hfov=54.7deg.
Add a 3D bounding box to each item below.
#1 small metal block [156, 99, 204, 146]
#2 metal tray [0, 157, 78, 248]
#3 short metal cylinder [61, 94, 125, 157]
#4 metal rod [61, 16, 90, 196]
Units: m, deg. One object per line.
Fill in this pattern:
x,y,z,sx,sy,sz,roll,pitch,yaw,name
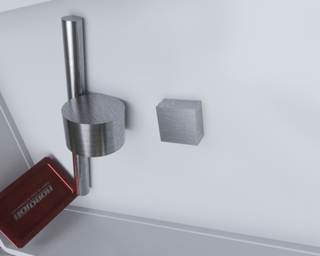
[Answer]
0.026,-0.008,0.389,0.050,0.025,0.050,6,121,25,small metal block
-0.216,0.123,0.526,0.090,0.131,0.030,51,148,-8,metal tray
-0.087,-0.005,0.414,0.080,0.080,0.050,16,125,19,short metal cylinder
-0.122,-0.012,0.463,0.025,0.025,0.298,18,126,17,metal rod
